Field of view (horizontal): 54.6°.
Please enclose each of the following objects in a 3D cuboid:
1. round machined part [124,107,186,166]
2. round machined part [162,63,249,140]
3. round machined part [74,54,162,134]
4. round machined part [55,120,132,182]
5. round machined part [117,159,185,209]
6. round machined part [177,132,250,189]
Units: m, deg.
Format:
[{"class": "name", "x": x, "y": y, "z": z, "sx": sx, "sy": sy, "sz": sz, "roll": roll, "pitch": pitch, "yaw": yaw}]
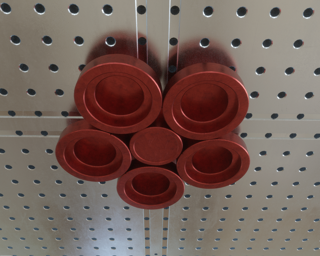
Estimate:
[{"class": "round machined part", "x": -0.005, "y": 0.012, "z": 0.410, "sx": 0.099, "sy": 0.042, "sz": 0.097, "roll": 0, "pitch": 130, "yaw": 0}, {"class": "round machined part", "x": 0.052, "y": -0.035, "z": 0.370, "sx": 0.099, "sy": 0.042, "sz": 0.097, "roll": 0, "pitch": 130, "yaw": 0}, {"class": "round machined part", "x": -0.047, "y": -0.043, "z": 0.363, "sx": 0.099, "sy": 0.042, "sz": 0.097, "roll": 0, "pitch": 130, "yaw": 0}, {"class": "round machined part", "x": -0.087, "y": 0.026, "z": 0.421, "sx": 0.099, "sy": 0.042, "sz": 0.097, "roll": 0, "pitch": 130, "yaw": 0}, {"class": "round machined part", "x": -0.014, "y": 0.076, "z": 0.464, "sx": 0.099, "sy": 0.042, "sz": 0.097, "roll": 0, "pitch": 130, "yaw": 0}, {"class": "round machined part", "x": 0.072, "y": 0.038, "z": 0.433, "sx": 0.099, "sy": 0.042, "sz": 0.097, "roll": 0, "pitch": 130, "yaw": 0}]
